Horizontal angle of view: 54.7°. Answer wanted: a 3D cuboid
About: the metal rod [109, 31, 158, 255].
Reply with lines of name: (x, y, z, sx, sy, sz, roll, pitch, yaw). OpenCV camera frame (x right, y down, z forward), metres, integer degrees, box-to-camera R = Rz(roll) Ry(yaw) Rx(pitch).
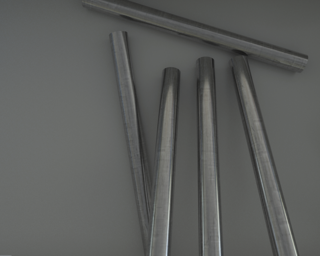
metal rod: (-0.031, 0.023, 0.410, 0.025, 0.025, 0.298, -9, 90, 0)

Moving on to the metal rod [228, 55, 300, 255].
metal rod: (0.119, 0.046, 0.353, 0.025, 0.025, 0.299, -6, 66, 0)

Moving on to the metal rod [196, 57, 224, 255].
metal rod: (0.055, 0.048, 0.352, 0.025, 0.025, 0.299, 2, 66, 0)

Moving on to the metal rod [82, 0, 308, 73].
metal rod: (0.046, -0.129, 0.411, 0.302, 0.025, 0.025, 17, 90, 0)

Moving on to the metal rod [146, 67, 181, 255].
metal rod: (0.004, 0.061, 0.349, 0.025, 0.025, 0.299, 5, 64, 0)
